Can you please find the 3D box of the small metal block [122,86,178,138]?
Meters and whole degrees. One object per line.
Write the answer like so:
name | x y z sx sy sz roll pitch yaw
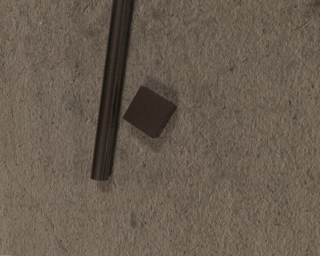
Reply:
small metal block | -0.013 -0.021 0.413 0.050 0.025 0.050 34 101 16

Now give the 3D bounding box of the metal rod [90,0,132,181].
metal rod | -0.066 -0.076 0.430 0.025 0.025 0.298 9 93 19
